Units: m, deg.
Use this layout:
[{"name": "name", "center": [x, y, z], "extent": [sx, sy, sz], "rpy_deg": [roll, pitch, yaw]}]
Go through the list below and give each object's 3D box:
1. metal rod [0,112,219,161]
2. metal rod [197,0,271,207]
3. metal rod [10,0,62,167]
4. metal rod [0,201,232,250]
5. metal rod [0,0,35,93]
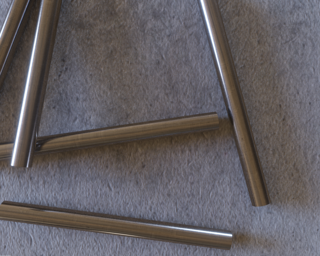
[{"name": "metal rod", "center": [-0.074, 0.012, 0.409], "extent": [0.302, 0.025, 0.025], "rpy_deg": [-8, 90, -1]}, {"name": "metal rod", "center": [0.096, -0.044, 0.411], "extent": [0.025, 0.025, 0.298], "rpy_deg": [-15, 90, 0]}, {"name": "metal rod", "center": [-0.149, -0.100, 0.394], "extent": [0.025, 0.025, 0.298], "rpy_deg": [8, 84, -1]}, {"name": "metal rod", "center": [-0.057, 0.129, 0.409], "extent": [0.302, 0.025, 0.025], "rpy_deg": [8, 90, -1]}, {"name": "metal rod", "center": [-0.209, -0.090, 0.407], "extent": [0.025, 0.025, 0.299], "rpy_deg": [21, 90, -1]}]
